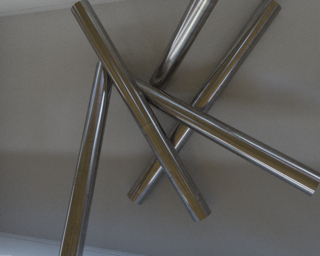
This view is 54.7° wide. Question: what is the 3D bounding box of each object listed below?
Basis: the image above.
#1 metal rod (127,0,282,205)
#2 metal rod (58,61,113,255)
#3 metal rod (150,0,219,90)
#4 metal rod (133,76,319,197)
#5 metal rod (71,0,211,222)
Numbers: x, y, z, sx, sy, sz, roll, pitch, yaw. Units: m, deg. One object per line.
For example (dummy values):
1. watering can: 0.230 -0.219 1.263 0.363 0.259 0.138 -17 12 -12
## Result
1. metal rod: 0.049 -0.025 0.392 0.025 0.025 0.299 38 102 16
2. metal rod: -0.087 0.059 0.358 0.025 0.025 0.299 0 70 19
3. metal rod: 0.053 -0.142 0.302 0.025 0.025 0.298 49 140 13
4. metal rod: 0.037 -0.012 0.367 0.300 0.025 0.025 31 100 28
5. metal rod: -0.024 -0.021 0.380 0.025 0.025 0.299 -31 89 17
